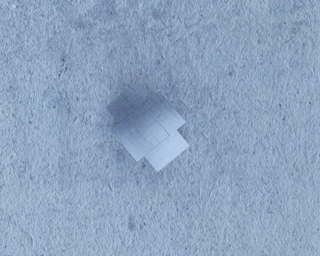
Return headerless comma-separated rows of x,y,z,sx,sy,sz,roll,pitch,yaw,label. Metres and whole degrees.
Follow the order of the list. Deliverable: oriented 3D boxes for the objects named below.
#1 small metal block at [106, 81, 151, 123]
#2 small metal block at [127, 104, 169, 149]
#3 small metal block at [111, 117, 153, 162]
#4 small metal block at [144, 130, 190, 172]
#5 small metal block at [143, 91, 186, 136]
-0.038,-0.031,0.398,0.050,0.050,0.025,-39,90,0,small metal block
-0.014,-0.002,0.398,0.025,0.050,0.050,-40,91,0,small metal block
-0.034,0.014,0.398,0.025,0.050,0.050,-40,91,0,small metal block
0.009,0.028,0.398,0.050,0.050,0.025,-39,90,0,small metal block
0.005,-0.018,0.398,0.025,0.050,0.050,-41,91,0,small metal block
